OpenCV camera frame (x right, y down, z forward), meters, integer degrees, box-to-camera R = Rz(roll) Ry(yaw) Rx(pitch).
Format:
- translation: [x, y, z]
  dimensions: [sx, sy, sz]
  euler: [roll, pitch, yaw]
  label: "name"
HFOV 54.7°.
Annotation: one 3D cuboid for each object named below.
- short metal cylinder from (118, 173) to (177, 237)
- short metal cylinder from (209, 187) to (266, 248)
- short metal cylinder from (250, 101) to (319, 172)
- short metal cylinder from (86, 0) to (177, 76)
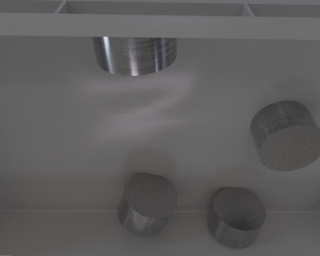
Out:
- translation: [-0.020, 0.116, 0.472]
  dimensions: [0.081, 0.080, 0.050]
  euler: [13, 129, -11]
  label: "short metal cylinder"
- translation: [0.122, 0.142, 0.495]
  dimensions: [0.081, 0.080, 0.050]
  euler: [3, 130, -3]
  label: "short metal cylinder"
- translation: [0.164, 0.011, 0.404]
  dimensions: [0.081, 0.050, 0.079]
  euler: [0, 130, 0]
  label: "short metal cylinder"
- translation: [-0.024, -0.092, 0.294]
  dimensions: [0.080, 0.080, 0.050]
  euler: [-2, 130, 1]
  label: "short metal cylinder"
